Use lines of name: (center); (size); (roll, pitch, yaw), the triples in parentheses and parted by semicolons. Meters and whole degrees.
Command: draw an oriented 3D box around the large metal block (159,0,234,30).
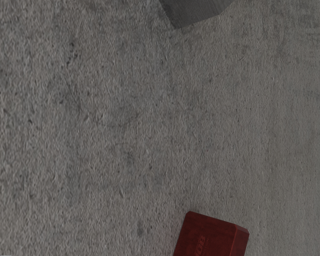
large metal block: (0.041, -0.185, 0.403); (0.050, 0.080, 0.080); (-48, 119, -29)

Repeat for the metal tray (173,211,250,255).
metal tray: (0.057, 0.185, 0.410); (0.030, 0.090, 0.130); (32, 70, -36)
